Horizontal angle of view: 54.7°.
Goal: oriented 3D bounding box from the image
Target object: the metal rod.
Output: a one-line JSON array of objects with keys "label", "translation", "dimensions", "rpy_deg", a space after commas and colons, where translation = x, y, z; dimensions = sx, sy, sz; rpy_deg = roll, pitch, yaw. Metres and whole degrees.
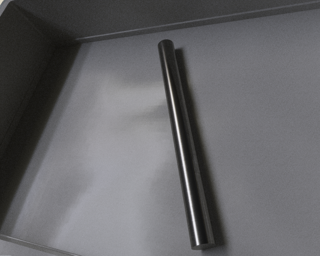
[{"label": "metal rod", "translation": [0.026, -0.004, 0.393], "dimensions": [0.025, 0.025, 0.299], "rpy_deg": [-20, 54, 16]}]
